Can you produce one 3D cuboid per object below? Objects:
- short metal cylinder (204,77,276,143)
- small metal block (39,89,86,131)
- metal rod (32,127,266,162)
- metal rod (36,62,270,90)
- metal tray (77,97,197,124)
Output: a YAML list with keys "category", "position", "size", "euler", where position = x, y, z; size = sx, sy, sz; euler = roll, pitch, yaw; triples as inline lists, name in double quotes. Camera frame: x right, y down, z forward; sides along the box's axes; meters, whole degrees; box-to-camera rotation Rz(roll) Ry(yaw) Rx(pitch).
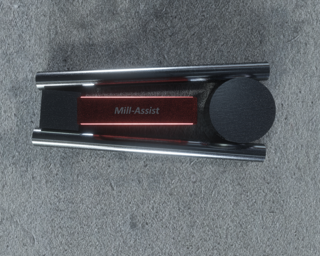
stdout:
- category: "short metal cylinder"
  position: [0.100, -0.022, 0.399]
  size: [0.081, 0.050, 0.079]
  euler: [0, 90, 0]
- category: "small metal block"
  position: [-0.128, -0.023, 0.411]
  size: [0.050, 0.025, 0.050]
  euler: [4, 90, 0]
- category: "metal rod"
  position: [-0.014, 0.022, 0.411]
  size: [0.302, 0.025, 0.025]
  euler: [4, 90, 0]
- category: "metal rod"
  position: [-0.009, -0.069, 0.411]
  size: [0.302, 0.025, 0.025]
  euler: [-3, 90, 0]
- category: "metal tray"
  position: [-0.024, -0.019, 0.377]
  size: [0.131, 0.090, 0.030]
  euler: [0, 90, 0]
